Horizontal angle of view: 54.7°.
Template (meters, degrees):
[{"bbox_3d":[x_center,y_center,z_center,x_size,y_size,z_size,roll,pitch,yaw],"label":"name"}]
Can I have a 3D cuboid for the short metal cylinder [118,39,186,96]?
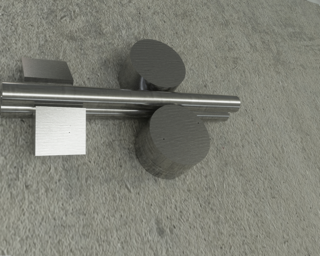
[{"bbox_3d":[-0.012,-0.075,0.428,0.081,0.050,0.080,14,56,-21],"label":"short metal cylinder"}]

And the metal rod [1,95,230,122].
[{"bbox_3d":[-0.035,-0.022,0.400,0.303,0.025,0.025,0,62,-28],"label":"metal rod"}]

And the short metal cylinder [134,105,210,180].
[{"bbox_3d":[0.014,0.018,0.386,0.081,0.050,0.080,14,56,-21],"label":"short metal cylinder"}]

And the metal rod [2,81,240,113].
[{"bbox_3d":[-0.025,-0.035,0.381,0.303,0.025,0.025,0,62,-28],"label":"metal rod"}]

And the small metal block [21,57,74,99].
[{"bbox_3d":[-0.131,-0.057,0.357,0.050,0.025,0.050,0,35,-28],"label":"small metal block"}]

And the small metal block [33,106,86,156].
[{"bbox_3d":[-0.108,0.003,0.332,0.050,0.025,0.050,1,88,-29],"label":"small metal block"}]
